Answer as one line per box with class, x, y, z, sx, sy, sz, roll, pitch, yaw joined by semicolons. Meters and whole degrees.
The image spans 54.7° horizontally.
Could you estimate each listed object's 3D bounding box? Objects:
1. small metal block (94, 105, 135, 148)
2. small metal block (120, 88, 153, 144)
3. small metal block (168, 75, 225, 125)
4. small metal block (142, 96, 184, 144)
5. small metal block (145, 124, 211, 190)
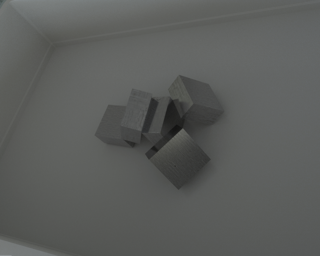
small metal block;-0.055;-0.003;0.432;0.050;0.025;0.050;7;65;31
small metal block;-0.030;-0.013;0.387;0.025;0.050;0.050;15;69;0
small metal block;0.044;-0.034;0.381;0.025;0.050;0.050;-52;44;34
small metal block;0.006;-0.004;0.387;0.025;0.050;0.050;1;62;28
small metal block;0.020;0.033;0.353;0.050;0.050;0.025;-43;16;-3
